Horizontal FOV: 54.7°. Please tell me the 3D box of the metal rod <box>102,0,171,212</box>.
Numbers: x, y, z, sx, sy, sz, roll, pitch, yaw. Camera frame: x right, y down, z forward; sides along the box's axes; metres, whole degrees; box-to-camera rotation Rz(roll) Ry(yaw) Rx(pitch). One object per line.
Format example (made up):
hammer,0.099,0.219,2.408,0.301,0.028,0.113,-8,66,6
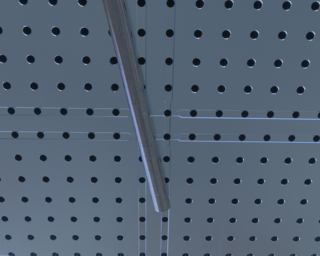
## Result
metal rod,-0.026,-0.021,0.405,0.025,0.025,0.298,-11,110,3
